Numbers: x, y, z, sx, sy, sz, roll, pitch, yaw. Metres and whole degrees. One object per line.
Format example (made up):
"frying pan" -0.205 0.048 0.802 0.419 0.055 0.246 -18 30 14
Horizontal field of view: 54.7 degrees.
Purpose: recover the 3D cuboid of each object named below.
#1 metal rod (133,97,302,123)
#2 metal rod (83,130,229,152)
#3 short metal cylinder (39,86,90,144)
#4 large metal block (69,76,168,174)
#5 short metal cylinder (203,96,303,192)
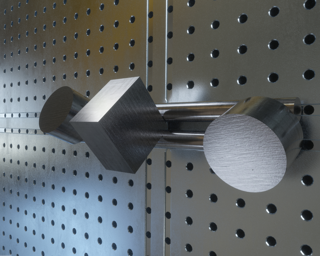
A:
"metal rod" 0.017 -0.020 0.394 0.300 0.025 0.025 1 91 40
"metal rod" -0.040 0.014 0.441 0.300 0.025 0.025 1 91 40
"short metal cylinder" -0.146 -0.020 0.495 0.080 0.050 0.080 -19 56 31
"large metal block" -0.045 -0.004 0.372 0.050 0.080 0.080 1 133 40
"short metal cylinder" 0.090 0.015 0.301 0.080 0.050 0.079 19 124 32
